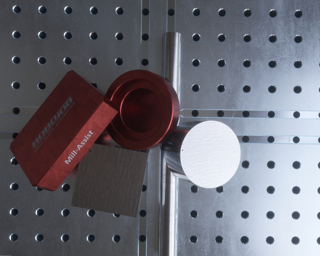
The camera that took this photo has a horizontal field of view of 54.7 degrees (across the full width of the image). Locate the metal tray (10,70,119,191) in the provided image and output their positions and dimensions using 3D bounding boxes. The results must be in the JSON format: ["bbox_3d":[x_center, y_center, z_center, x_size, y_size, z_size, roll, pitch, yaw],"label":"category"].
[{"bbox_3d":[-0.121,0.001,0.385,0.130,0.030,0.090,-52,52,0],"label":"metal tray"}]

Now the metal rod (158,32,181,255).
[{"bbox_3d":[0.013,0.024,0.414,0.025,0.025,0.298,1,90,0],"label":"metal rod"}]

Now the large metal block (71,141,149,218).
[{"bbox_3d":[-0.061,0.062,0.400,0.080,0.050,0.080,10,90,0],"label":"large metal block"}]

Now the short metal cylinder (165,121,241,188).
[{"bbox_3d":[0.052,0.031,0.388,0.081,0.050,0.079,0,90,-20],"label":"short metal cylinder"}]

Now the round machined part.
[{"bbox_3d":[-0.020,-0.022,0.392,0.098,0.042,0.097,0,89,25],"label":"round machined part"}]
